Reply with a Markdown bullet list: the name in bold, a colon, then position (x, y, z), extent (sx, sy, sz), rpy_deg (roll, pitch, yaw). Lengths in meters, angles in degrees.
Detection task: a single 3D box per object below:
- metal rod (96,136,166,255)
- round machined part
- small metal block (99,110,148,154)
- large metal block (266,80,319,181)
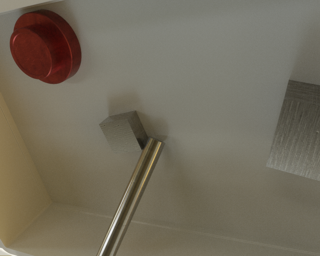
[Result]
- **metal rod**: position (-0.064, 0.153, 0.430), extent (0.025, 0.025, 0.299), rpy_deg (25, 93, 13)
- **round machined part**: position (-0.159, -0.104, 0.415), extent (0.098, 0.042, 0.097), rpy_deg (13, 124, 20)
- **small metal block**: position (-0.050, 0.007, 0.438), extent (0.050, 0.025, 0.050), rpy_deg (-10, 113, 32)
- **large metal block**: position (0.160, 0.005, 0.311), extent (0.080, 0.050, 0.079), rpy_deg (15, 124, 19)
